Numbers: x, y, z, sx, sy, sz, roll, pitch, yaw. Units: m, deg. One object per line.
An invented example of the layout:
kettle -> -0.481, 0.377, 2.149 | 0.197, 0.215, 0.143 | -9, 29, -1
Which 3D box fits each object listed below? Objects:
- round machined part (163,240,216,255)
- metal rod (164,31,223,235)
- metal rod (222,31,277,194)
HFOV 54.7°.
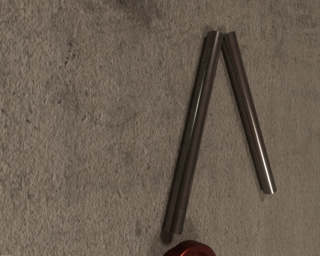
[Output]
round machined part -> 0.032, 0.203, 0.424 | 0.099, 0.042, 0.097 | 0, 90, -40
metal rod -> 0.051, -0.001, 0.450 | 0.025, 0.025, 0.299 | 22, 76, -38
metal rod -> 0.157, -0.017, 0.539 | 0.025, 0.025, 0.298 | -32, 110, -36
